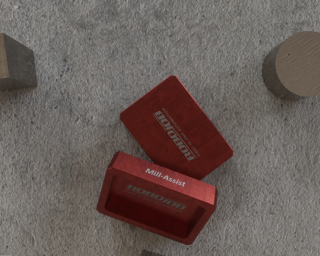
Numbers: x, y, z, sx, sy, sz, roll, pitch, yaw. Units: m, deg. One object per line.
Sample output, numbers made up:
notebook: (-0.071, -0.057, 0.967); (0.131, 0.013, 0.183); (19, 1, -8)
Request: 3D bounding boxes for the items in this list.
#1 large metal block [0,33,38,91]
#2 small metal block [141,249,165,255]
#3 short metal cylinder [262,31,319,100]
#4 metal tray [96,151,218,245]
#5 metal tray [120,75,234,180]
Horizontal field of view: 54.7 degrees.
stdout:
large metal block: (-0.209, -0.075, 0.381); (0.080, 0.080, 0.050); (-8, 90, 0)
small metal block: (-0.007, 0.196, 0.410); (0.050, 0.025, 0.050); (18, 90, 0)
short metal cylinder: (0.180, -0.078, 0.399); (0.081, 0.050, 0.080); (0, 90, 0)
metal tray: (-0.006, 0.089, 0.383); (0.131, 0.030, 0.089); (21, 128, -1)
metal tray: (0.021, 0.008, 0.408); (0.090, 0.030, 0.130); (-37, 90, 0)
